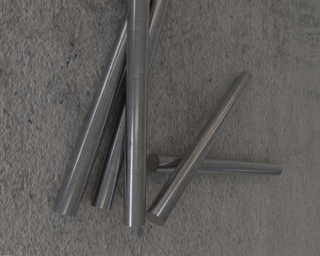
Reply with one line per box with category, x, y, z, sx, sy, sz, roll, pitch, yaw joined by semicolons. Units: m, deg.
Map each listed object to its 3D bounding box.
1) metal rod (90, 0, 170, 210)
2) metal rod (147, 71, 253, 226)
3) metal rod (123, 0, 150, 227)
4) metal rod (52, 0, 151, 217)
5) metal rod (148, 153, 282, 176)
metal rod;-0.030;-0.053;0.379;0.025;0.025;0.299;24;75;-38
metal rod;0.070;0.009;0.439;0.301;0.025;0.025;-51;120;-36
metal rod;-0.026;-0.043;0.348;0.025;0.025;0.298;2;89;-40
metal rod;-0.057;-0.051;0.356;0.025;0.025;0.299;27;73;-37
metal rod;0.106;0.062;0.493;0.302;0.025;0.025;8;85;-40
